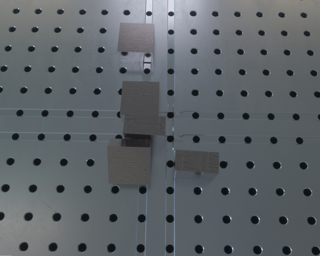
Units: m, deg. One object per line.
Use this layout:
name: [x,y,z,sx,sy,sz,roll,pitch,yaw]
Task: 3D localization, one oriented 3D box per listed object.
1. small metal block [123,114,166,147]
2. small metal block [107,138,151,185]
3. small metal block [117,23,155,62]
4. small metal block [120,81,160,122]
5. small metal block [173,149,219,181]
small metal block: [-0.018,0.005,0.397,0.050,0.050,0.025,3,70,1]
small metal block: [-0.037,0.041,0.383,0.050,0.025,0.050,2,109,1]
small metal block: [-0.034,-0.126,0.458,0.050,0.025,0.050,2,70,1]
small metal block: [-0.026,-0.036,0.425,0.050,0.025,0.050,2,70,0]
small metal block: [0.043,0.047,0.382,0.050,0.050,0.025,4,70,1]
